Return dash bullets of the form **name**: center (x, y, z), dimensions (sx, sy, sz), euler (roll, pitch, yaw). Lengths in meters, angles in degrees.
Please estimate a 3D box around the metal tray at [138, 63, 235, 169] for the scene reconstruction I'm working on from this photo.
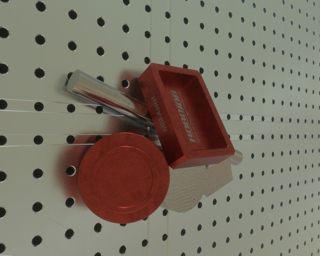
- **metal tray**: center (0.033, -0.017, 0.391), dimensions (0.091, 0.030, 0.130), euler (0, 61, -41)

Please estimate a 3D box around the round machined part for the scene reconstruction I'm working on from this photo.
- **round machined part**: center (-0.038, 0.053, 0.332), dimensions (0.099, 0.042, 0.097), euler (1, 86, -7)

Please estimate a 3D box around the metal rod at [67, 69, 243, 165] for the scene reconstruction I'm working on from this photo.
- **metal rod**: center (0.017, -0.001, 0.419), dimensions (0.302, 0.025, 0.025), euler (25, 75, -37)

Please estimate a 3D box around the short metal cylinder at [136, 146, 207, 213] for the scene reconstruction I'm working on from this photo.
- **short metal cylinder**: center (0.015, 0.064, 0.401), dimensions (0.081, 0.050, 0.079), euler (0, 90, -40)

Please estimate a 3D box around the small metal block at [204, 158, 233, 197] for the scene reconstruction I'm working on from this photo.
- **small metal block**: center (0.077, 0.065, 0.456), dimensions (0.050, 0.025, 0.050), euler (-29, 125, -20)
